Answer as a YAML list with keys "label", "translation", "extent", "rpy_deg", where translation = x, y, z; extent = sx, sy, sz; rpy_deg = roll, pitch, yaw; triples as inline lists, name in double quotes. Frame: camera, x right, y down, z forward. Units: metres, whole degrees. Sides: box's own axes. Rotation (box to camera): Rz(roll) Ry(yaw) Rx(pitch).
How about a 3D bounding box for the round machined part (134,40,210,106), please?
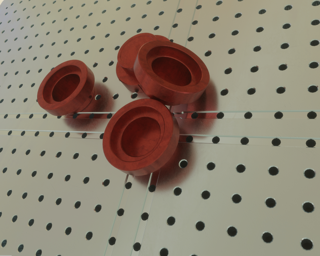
- label: "round machined part"
  translation: [0.012, -0.068, 0.409]
  extent: [0.099, 0.042, 0.098]
  rpy_deg: [13, 48, -15]

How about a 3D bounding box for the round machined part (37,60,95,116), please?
- label: "round machined part"
  translation: [-0.149, -0.061, 0.511]
  extent: [0.098, 0.042, 0.098]
  rpy_deg: [-13, 56, 20]

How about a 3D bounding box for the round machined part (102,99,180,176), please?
- label: "round machined part"
  translation: [-0.020, 0.015, 0.396]
  extent: [0.098, 0.042, 0.098]
  rpy_deg: [-12, 59, 22]

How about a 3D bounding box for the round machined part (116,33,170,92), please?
- label: "round machined part"
  translation: [-0.026, -0.106, 0.474]
  extent: [0.098, 0.042, 0.098]
  rpy_deg: [-13, 56, 20]
